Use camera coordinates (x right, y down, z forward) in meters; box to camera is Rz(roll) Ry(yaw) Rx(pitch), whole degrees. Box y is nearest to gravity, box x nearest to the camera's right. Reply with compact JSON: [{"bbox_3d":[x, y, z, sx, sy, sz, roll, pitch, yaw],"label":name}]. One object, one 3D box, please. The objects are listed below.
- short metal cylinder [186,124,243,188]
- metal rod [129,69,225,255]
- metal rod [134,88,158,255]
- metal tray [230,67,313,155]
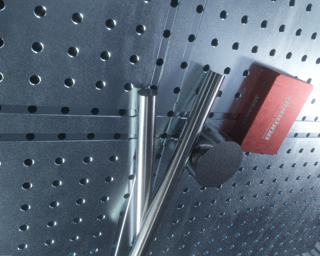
[{"bbox_3d":[0.075,0.041,0.461,0.081,0.050,0.079,-14,124,-21],"label":"short metal cylinder"},{"bbox_3d":[0.019,0.062,0.438,0.025,0.025,0.298,14,105,-34],"label":"metal rod"},{"bbox_3d":[-0.023,0.085,0.451,0.025,0.025,0.298,-11,123,-23],"label":"metal rod"},{"bbox_3d":[0.174,-0.022,0.490,0.091,0.030,0.129,9,114,-32],"label":"metal tray"}]
